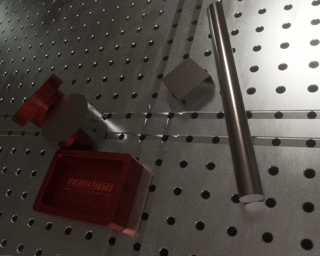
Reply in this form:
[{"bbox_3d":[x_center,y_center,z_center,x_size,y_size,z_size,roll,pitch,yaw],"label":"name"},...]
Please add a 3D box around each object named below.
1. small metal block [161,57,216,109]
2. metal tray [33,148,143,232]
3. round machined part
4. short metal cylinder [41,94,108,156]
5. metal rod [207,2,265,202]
[{"bbox_3d":[0.038,-0.062,0.425,0.050,0.025,0.050,-39,51,1],"label":"small metal block"},{"bbox_3d":[-0.096,0.077,0.406,0.130,0.030,0.090,1,62,28],"label":"metal tray"},{"bbox_3d":[-0.187,-0.038,0.498,0.098,0.042,0.098,-40,21,19],"label":"round machined part"},{"bbox_3d":[-0.126,-0.004,0.458,0.080,0.050,0.080,-13,56,20],"label":"short metal cylinder"},{"bbox_3d":[0.089,-0.055,0.394,0.025,0.025,0.299,-15,56,19],"label":"metal rod"}]
